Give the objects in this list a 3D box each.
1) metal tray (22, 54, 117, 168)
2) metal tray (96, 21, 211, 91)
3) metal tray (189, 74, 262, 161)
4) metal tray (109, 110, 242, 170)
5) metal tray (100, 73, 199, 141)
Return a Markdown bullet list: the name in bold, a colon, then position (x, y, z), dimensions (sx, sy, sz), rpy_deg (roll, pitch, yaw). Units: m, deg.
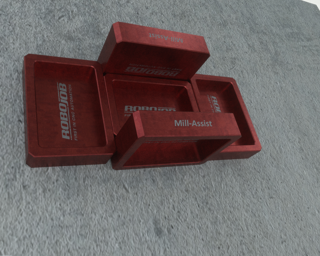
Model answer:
- **metal tray**: position (-0.107, -0.022, 0.358), dimensions (0.091, 0.030, 0.130), rpy_deg (0, 62, -28)
- **metal tray**: position (-0.011, -0.089, 0.414), dimensions (0.131, 0.090, 0.030), rpy_deg (0, 62, -29)
- **metal tray**: position (0.089, -0.018, 0.463), dimensions (0.091, 0.030, 0.130), rpy_deg (0, 62, -28)
- **metal tray**: position (0.017, 0.016, 0.362), dimensions (0.131, 0.090, 0.030), rpy_deg (0, 62, -29)
- **metal tray**: position (-0.010, -0.022, 0.411), dimensions (0.131, 0.030, 0.090), rpy_deg (1, 61, -28)
